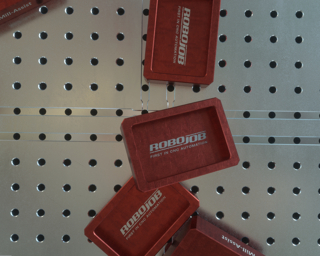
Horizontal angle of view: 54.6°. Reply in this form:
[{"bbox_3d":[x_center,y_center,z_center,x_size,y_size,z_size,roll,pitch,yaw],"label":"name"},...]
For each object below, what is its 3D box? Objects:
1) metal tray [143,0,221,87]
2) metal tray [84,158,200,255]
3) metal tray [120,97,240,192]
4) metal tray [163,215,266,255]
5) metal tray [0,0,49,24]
[{"bbox_3d":[0.029,-0.123,0.410,0.090,0.030,0.129,5,90,0],"label":"metal tray"},{"bbox_3d":[-0.023,0.115,0.410,0.090,0.030,0.130,42,90,0],"label":"metal tray"},{"bbox_3d":[0.024,0.020,0.390,0.131,0.030,0.090,-14,82,-13],"label":"metal tray"},{"bbox_3d":[0.075,0.182,0.397,0.130,0.030,0.090,31,109,0],"label":"metal tray"},{"bbox_3d":[-0.212,-0.195,0.409,0.130,0.030,0.090,-26,90,0],"label":"metal tray"}]
